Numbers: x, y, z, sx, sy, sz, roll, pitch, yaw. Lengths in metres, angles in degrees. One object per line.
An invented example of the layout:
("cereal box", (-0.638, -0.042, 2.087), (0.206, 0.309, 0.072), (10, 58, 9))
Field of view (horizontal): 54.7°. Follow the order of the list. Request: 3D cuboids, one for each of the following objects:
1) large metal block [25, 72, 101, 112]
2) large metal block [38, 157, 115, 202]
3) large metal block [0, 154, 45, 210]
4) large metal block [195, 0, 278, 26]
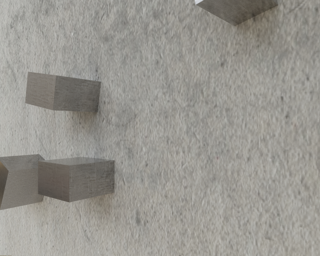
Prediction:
("large metal block", (-0.154, -0.057, 0.493), (0.080, 0.081, 0.050), (13, 99, 39))
("large metal block", (-0.127, 0.074, 0.471), (0.080, 0.081, 0.050), (1, 91, 39))
("large metal block", (-0.261, 0.099, 0.581), (0.050, 0.081, 0.079), (31, 109, 35))
("large metal block", (0.070, -0.159, 0.310), (0.050, 0.081, 0.080), (-18, 79, 38))
